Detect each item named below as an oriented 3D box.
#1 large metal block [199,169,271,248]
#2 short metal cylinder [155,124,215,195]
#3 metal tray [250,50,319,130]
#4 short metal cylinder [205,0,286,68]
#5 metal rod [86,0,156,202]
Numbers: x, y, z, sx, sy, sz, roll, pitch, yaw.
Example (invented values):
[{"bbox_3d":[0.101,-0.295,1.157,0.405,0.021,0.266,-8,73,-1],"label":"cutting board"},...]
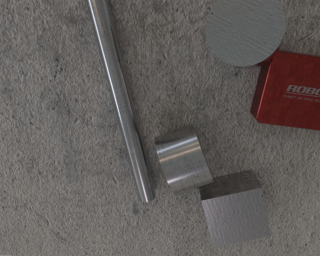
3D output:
[{"bbox_3d":[0.103,0.113,0.439,0.080,0.050,0.080,-14,110,5],"label":"large metal block"},{"bbox_3d":[0.032,0.040,0.395,0.050,0.080,0.080,-20,109,7],"label":"short metal cylinder"},{"bbox_3d":[0.191,-0.045,0.392,0.131,0.030,0.089,7,110,-3],"label":"metal tray"},{"bbox_3d":[0.095,-0.107,0.343,0.080,0.050,0.079,3,98,20],"label":"short metal cylinder"},{"bbox_3d":[-0.048,-0.037,0.395,0.025,0.025,0.298,-11,110,4],"label":"metal rod"}]
